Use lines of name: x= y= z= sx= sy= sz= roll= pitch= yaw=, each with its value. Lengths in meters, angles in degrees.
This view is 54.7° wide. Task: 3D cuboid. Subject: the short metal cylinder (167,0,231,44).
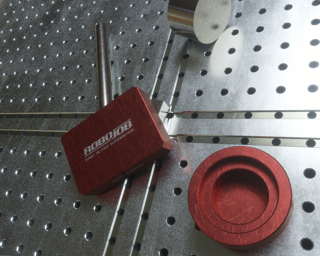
short metal cylinder: x=0.057 y=-0.167 z=0.445 sx=0.050 sy=0.080 sz=0.080 roll=32 pitch=79 yaw=37

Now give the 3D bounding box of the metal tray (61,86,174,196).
metal tray: x=-0.059 y=0.019 z=0.399 sx=0.130 sy=0.030 sz=0.090 roll=-32 pitch=66 yaw=15

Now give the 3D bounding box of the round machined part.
round machined part: x=0.081 y=0.071 z=0.311 sx=0.098 sy=0.042 sz=0.098 roll=-13 pitch=56 yaw=20

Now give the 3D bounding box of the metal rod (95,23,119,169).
metal rod: x=-0.087 y=-0.064 z=0.491 sx=0.025 sy=0.025 sz=0.299 roll=-21 pitch=54 yaw=15

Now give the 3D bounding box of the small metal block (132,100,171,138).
small metal block: x=-0.019 y=-0.011 z=0.424 sx=0.050 sy=0.025 sz=0.050 roll=7 pitch=65 yaw=31
